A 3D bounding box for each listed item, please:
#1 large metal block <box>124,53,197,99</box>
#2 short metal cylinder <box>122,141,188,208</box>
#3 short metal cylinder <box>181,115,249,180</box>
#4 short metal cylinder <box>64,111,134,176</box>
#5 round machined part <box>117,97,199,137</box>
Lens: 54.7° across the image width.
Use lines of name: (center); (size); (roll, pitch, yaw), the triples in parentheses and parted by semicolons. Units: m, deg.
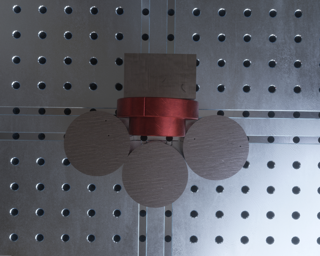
large metal block: (0.000, -0.058, 0.385); (0.081, 0.080, 0.050); (1, 90, 0)
short metal cylinder: (-0.006, 0.057, 0.401); (0.081, 0.050, 0.079); (0, 90, 0)
short metal cylinder: (0.068, 0.024, 0.402); (0.081, 0.050, 0.079); (0, 90, 0)
short metal cylinder: (-0.076, 0.019, 0.400); (0.081, 0.050, 0.079); (0, 90, 0)
round machined part: (-0.003, -0.011, 0.375); (0.099, 0.098, 0.042); (2, 90, 0)
